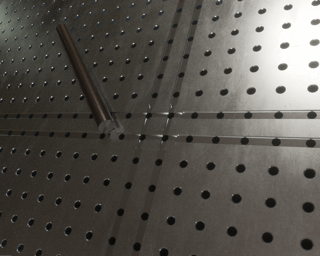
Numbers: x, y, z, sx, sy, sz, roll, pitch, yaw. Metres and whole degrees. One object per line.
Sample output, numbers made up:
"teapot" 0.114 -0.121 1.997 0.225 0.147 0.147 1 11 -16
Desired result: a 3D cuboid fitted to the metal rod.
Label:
"metal rod" -0.138 -0.102 0.541 0.025 0.025 0.300 -35 51 5
